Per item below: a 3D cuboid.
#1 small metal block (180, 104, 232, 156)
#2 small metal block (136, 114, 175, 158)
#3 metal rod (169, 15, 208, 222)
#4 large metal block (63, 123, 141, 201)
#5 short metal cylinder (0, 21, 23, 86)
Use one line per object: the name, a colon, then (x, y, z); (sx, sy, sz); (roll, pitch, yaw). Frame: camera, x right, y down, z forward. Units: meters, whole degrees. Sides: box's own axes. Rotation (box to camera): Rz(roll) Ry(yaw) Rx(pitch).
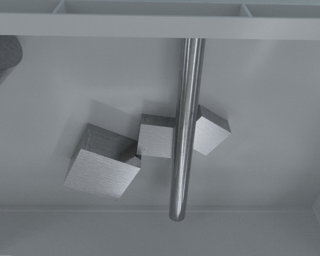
small metal block: (0.057, 0.004, 0.413); (0.050, 0.025, 0.050); (28, 124, -23)
small metal block: (-0.003, 0.011, 0.415); (0.050, 0.025, 0.050); (7, 124, -6)
metal rod: (0.030, 0.014, 0.388); (0.025, 0.025, 0.298); (1, 126, -1)
large metal block: (-0.080, 0.050, 0.434); (0.080, 0.050, 0.080); (21, 127, -18)
short metal cylinder: (-0.188, -0.075, 0.306); (0.050, 0.080, 0.080); (-37, 121, 27)
